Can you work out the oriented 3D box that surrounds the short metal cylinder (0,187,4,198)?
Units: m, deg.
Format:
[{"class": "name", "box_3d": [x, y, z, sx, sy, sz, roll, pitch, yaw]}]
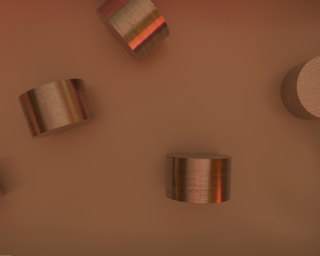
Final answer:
[{"class": "short metal cylinder", "box_3d": [-0.244, 0.080, 0.381, 0.080, 0.080, 0.050, -24, 91, 0]}]

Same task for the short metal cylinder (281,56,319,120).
[{"class": "short metal cylinder", "box_3d": [0.206, -0.050, 0.402, 0.081, 0.050, 0.079, 0, 90, -1]}]

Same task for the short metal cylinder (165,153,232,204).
[{"class": "short metal cylinder", "box_3d": [0.047, 0.059, 0.385, 0.081, 0.080, 0.050, 1, 90, -1]}]

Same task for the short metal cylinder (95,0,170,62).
[{"class": "short metal cylinder", "box_3d": [-0.033, -0.129, 0.383, 0.050, 0.080, 0.080, -42, 91, 0]}]

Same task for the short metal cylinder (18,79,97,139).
[{"class": "short metal cylinder", "box_3d": [-0.125, -0.023, 0.382, 0.080, 0.080, 0.050, -19, 90, 0]}]
